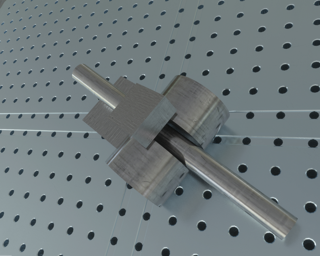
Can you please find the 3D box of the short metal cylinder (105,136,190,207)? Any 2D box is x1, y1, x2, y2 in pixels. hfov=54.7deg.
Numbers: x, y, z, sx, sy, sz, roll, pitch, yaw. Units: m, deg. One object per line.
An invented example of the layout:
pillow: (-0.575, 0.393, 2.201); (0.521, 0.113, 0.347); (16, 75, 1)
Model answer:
short metal cylinder: (-0.014, 0.044, 0.349); (0.080, 0.080, 0.050); (34, 81, 38)

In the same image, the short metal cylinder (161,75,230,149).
short metal cylinder: (0.033, -0.016, 0.362); (0.080, 0.080, 0.050); (31, 79, 38)

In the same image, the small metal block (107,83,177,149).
small metal block: (-0.020, -0.014, 0.321); (0.050, 0.025, 0.050); (-51, 43, -8)

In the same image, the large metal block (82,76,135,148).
large metal block: (-0.042, -0.012, 0.414); (0.080, 0.050, 0.080); (33, 80, 38)

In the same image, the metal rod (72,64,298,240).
metal rod: (0.008, 0.011, 0.342); (0.300, 0.025, 0.025); (37, 82, 23)
